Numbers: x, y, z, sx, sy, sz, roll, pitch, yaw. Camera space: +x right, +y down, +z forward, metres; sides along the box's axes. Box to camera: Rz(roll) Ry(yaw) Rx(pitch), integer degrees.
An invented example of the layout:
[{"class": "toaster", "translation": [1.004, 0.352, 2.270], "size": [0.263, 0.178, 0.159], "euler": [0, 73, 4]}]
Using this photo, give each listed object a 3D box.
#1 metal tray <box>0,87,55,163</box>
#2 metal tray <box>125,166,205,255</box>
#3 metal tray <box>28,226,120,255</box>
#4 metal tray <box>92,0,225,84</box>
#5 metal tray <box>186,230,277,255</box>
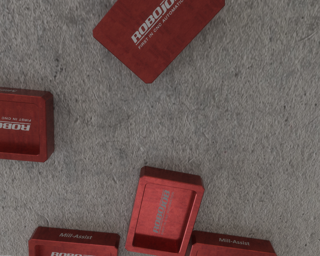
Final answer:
[{"class": "metal tray", "translation": [-0.208, -0.006, 0.402], "size": [0.131, 0.030, 0.089], "euler": [5, 110, -2]}, {"class": "metal tray", "translation": [0.005, 0.125, 0.453], "size": [0.091, 0.030, 0.129], "euler": [11, 110, -5]}, {"class": "metal tray", "translation": [-0.132, 0.204, 0.480], "size": [0.131, 0.030, 0.089], "euler": [6, 110, -3]}, {"class": "metal tray", "translation": [-0.002, -0.128, 0.360], "size": [0.090, 0.030, 0.130], "euler": [41, 105, -14]}, {"class": "metal tray", "translation": [0.105, 0.214, 0.486], "size": [0.131, 0.030, 0.089], "euler": [9, 110, -4]}]
